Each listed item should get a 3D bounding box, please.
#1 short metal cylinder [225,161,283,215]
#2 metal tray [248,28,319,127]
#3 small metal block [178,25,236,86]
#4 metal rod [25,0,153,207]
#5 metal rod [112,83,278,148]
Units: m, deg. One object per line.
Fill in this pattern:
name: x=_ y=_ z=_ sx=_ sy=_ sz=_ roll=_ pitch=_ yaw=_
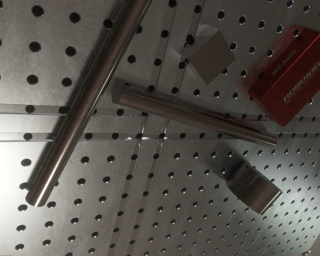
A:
short metal cylinder: x=0.159 y=0.101 z=0.528 sx=0.080 sy=0.080 sz=0.050 roll=32 pitch=100 yaw=-39
metal tray: x=0.208 y=-0.075 z=0.479 sx=0.130 sy=0.030 sz=0.090 roll=-49 pitch=129 yaw=6
small metal block: x=0.060 y=-0.091 z=0.390 sx=0.050 sy=0.025 sz=0.050 roll=-43 pitch=130 yaw=1
metal rod: x=-0.079 y=-0.035 z=0.346 sx=0.025 sy=0.025 sz=0.298 roll=20 pitch=107 yaw=-36
metal rod: x=0.070 y=-0.009 z=0.445 sx=0.302 sy=0.025 sz=0.025 roll=14 pitch=111 yaw=-35
